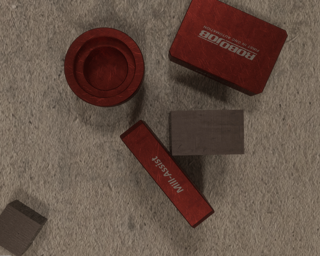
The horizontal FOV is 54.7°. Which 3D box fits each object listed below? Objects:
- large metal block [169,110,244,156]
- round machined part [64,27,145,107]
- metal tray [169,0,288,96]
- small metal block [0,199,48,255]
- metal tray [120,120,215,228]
[{"bbox_3d":[0.053,0.005,0.383,0.081,0.080,0.050,-1,90,-1],"label":"large metal block"},{"bbox_3d":[-0.068,-0.075,0.401,0.099,0.042,0.097,0,90,-1],"label":"round machined part"},{"bbox_3d":[0.087,-0.108,0.409,0.131,0.030,0.090,24,90,-1],"label":"metal tray"},{"bbox_3d":[-0.187,0.131,0.408,0.050,0.025,0.050,33,90,-1],"label":"small metal block"},{"bbox_3d":[0.008,0.050,0.377,0.030,0.090,0.130,-39,91,0],"label":"metal tray"}]
